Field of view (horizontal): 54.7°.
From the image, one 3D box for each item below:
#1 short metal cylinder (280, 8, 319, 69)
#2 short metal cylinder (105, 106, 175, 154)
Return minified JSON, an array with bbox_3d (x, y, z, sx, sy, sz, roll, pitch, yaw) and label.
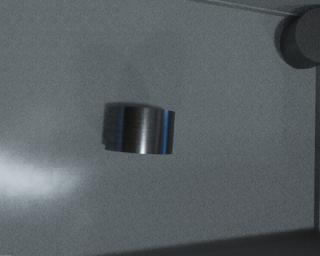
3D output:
[{"bbox_3d":[0.233,-0.134,0.471,0.081,0.050,0.080,0,90,-4],"label":"short metal cylinder"},{"bbox_3d":[-0.024,0.003,0.372,0.081,0.080,0.050,4,89,-20],"label":"short metal cylinder"}]
